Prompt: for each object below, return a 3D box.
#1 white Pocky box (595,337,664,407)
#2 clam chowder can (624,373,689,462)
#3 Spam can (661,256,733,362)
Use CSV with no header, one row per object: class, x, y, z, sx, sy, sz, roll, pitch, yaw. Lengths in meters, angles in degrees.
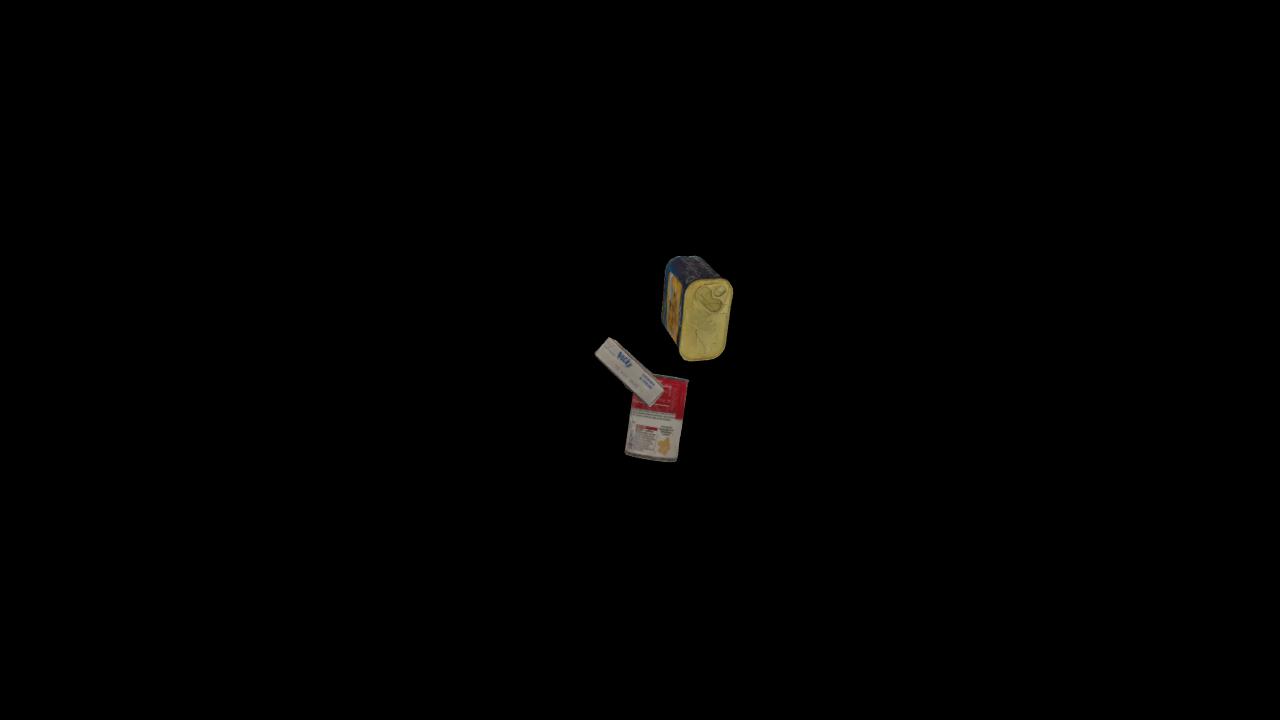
white Pocky box,-0.011,0.012,0.712,0.084,0.028,0.154,43,1,-1
clam chowder can,0.020,0.070,0.757,0.068,0.102,0.068,9,-4,1
Spam can,0.063,-0.063,0.723,0.058,0.101,0.085,-4,29,-15
